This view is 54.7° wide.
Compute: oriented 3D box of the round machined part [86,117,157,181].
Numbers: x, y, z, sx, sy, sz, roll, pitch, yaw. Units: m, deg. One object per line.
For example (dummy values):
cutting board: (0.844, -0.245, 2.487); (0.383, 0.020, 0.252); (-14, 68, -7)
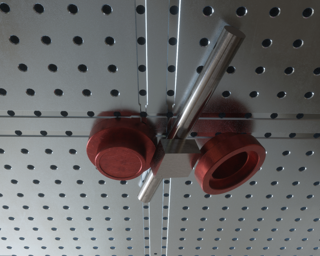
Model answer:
round machined part: (-0.053, 0.036, 0.430); (0.099, 0.042, 0.097); (0, 130, 0)

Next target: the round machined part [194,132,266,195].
round machined part: (0.090, 0.044, 0.423); (0.099, 0.042, 0.097); (-17, 138, -16)

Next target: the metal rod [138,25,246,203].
metal rod: (0.027, 0.005, 0.415); (0.025, 0.025, 0.298); (16, 128, -13)

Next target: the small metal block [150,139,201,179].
small metal block: (0.019, 0.041, 0.412); (0.050, 0.025, 0.050); (1, 133, -23)
